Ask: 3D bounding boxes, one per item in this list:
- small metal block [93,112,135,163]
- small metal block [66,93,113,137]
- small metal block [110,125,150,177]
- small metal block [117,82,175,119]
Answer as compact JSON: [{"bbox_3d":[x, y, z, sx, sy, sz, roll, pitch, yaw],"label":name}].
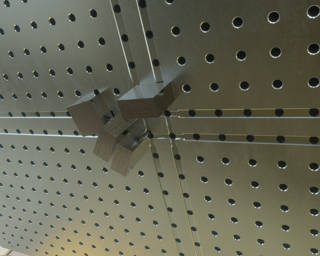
[{"bbox_3d":[-0.065,0.012,0.438,0.025,0.050,0.050,32,129,8],"label":"small metal block"},{"bbox_3d":[-0.100,-0.018,0.454,0.050,0.025,0.050,-13,112,33],"label":"small metal block"},{"bbox_3d":[-0.042,0.032,0.438,0.025,0.050,0.050,28,128,11],"label":"small metal block"},{"bbox_3d":[-0.016,-0.034,0.383,0.050,0.050,0.025,-1,118,29],"label":"small metal block"}]
